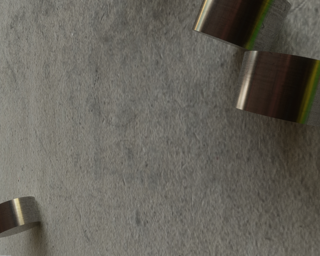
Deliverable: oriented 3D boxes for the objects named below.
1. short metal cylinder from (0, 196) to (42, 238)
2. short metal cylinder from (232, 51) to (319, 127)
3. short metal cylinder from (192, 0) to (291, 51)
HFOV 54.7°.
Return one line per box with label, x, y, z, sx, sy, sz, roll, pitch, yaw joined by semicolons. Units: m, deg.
short metal cylinder;-0.275;0.170;0.592;0.080;0.081;0.050;-35;69;34
short metal cylinder;0.110;-0.035;0.277;0.080;0.081;0.050;19;102;38
short metal cylinder;0.078;-0.107;0.304;0.080;0.081;0.050;33;111;35
